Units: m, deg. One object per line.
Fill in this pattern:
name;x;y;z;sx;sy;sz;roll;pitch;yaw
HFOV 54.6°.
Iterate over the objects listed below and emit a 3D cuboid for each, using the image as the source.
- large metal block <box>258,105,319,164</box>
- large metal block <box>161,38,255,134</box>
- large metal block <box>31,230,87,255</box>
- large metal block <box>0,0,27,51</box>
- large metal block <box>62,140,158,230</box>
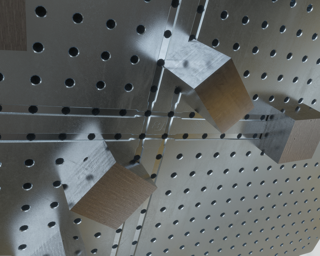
large metal block;0.223;0.009;0.521;0.081;0.050;0.079;-4;120;-26
large metal block;0.057;-0.051;0.374;0.050;0.080;0.080;-40;129;-1
large metal block;-0.142;0.204;0.424;0.080;0.080;0.050;-41;129;0
large metal block;-0.152;-0.109;0.244;0.081;0.050;0.079;-4;120;-26
large metal block;-0.065;0.076;0.406;0.080;0.050;0.080;-46;129;4
